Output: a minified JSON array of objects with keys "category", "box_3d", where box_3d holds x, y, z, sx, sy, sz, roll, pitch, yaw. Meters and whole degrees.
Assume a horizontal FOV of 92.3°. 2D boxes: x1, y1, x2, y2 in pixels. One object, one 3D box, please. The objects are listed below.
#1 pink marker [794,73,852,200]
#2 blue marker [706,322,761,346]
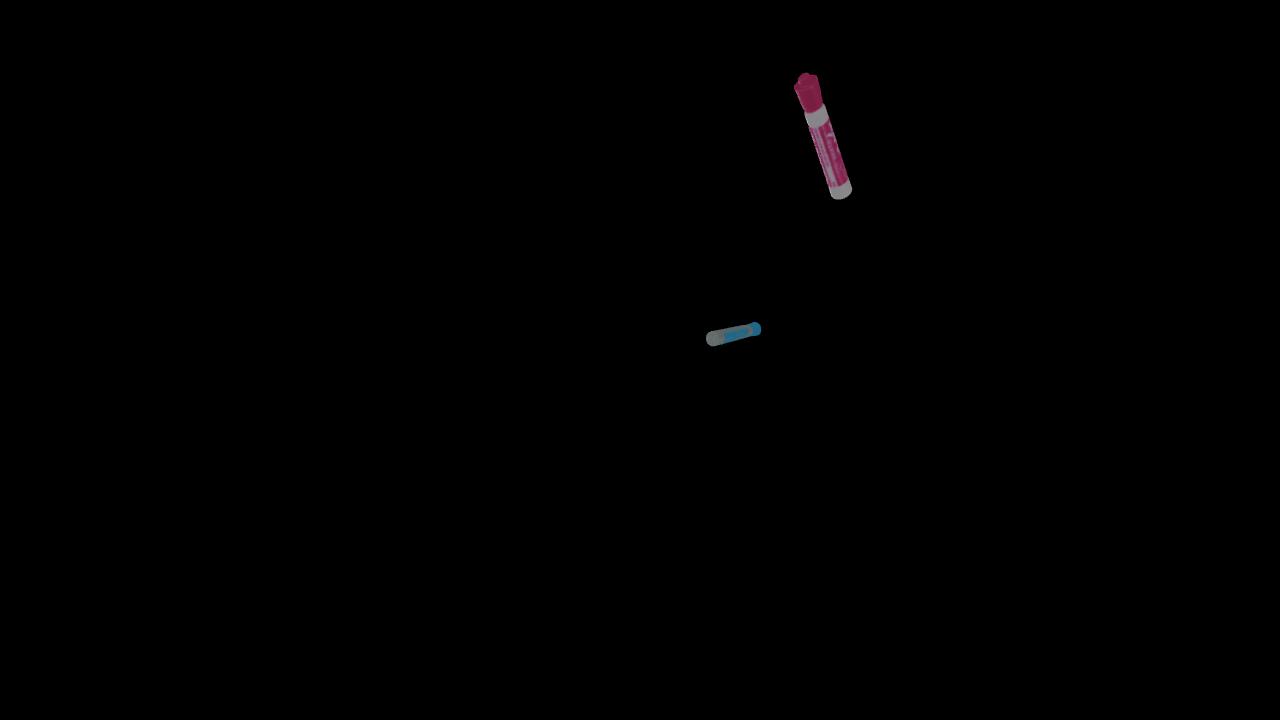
[{"category":"pink marker","box_3d":[0.155,-0.186,0.517,0.020,0.020,0.121,0,-34,35]},{"category":"blue marker","box_3d":[0.123,-0.034,0.789,0.020,0.020,0.121,0,8,37]}]
